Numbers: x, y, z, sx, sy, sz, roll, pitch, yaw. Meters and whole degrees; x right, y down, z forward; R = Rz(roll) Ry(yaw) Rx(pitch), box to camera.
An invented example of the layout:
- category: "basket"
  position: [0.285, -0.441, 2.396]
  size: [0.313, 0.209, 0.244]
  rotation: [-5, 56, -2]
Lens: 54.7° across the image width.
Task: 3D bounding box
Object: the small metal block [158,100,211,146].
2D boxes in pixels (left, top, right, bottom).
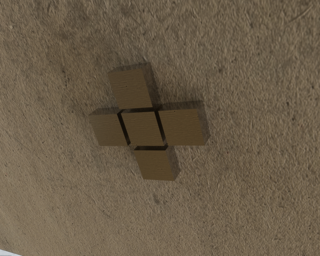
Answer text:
- category: "small metal block"
  position: [0.031, -0.006, 0.387]
  size: [0.050, 0.025, 0.050]
  rotation: [-2, 118, 28]

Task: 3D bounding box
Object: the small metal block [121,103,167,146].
- category: "small metal block"
  position: [-0.018, -0.004, 0.414]
  size: [0.050, 0.025, 0.050]
  rotation: [-2, 118, 28]

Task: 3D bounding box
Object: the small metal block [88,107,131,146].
- category: "small metal block"
  position: [-0.068, -0.002, 0.441]
  size: [0.050, 0.025, 0.050]
  rotation: [-2, 118, 28]

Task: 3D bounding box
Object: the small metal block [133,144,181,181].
- category: "small metal block"
  position: [-0.003, 0.046, 0.437]
  size: [0.050, 0.025, 0.050]
  rotation: [-2, 118, 29]

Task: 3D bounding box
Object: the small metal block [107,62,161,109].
- category: "small metal block"
  position: [-0.032, -0.053, 0.391]
  size: [0.050, 0.025, 0.050]
  rotation: [-2, 118, 28]
